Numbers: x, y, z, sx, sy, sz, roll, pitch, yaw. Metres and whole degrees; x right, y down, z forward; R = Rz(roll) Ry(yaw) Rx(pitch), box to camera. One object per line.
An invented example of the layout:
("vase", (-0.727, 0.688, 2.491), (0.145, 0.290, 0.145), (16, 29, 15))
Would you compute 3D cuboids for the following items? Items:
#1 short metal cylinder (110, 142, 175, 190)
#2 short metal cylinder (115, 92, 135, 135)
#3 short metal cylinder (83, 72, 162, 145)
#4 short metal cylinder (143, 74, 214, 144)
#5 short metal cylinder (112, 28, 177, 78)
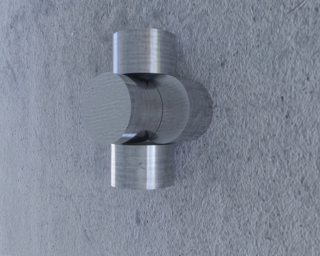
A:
("short metal cylinder", (-0.022, 0.044, 0.387), (0.080, 0.081, 0.050), (1, 91, 39))
("short metal cylinder", (-0.045, -0.022, 0.425), (0.080, 0.050, 0.079), (0, 90, 39))
("short metal cylinder", (-0.044, -0.022, 0.359), (0.080, 0.050, 0.079), (0, 90, 39))
("short metal cylinder", (0.017, -0.022, 0.374), (0.080, 0.050, 0.079), (0, 90, 39))
("short metal cylinder", (-0.019, -0.087, 0.385), (0.080, 0.081, 0.050), (0, 90, 39))
